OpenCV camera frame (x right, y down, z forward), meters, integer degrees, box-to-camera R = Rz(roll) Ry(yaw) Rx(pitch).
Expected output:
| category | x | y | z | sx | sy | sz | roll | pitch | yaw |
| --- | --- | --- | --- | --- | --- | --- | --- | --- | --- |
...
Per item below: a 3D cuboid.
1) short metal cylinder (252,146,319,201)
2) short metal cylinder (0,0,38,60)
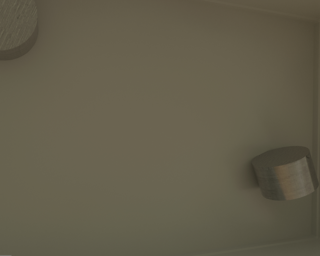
| category | x | y | z | sx | sy | sz | roll | pitch | yaw |
| --- | --- | --- | --- | --- | --- | --- | --- | --- | --- |
| short metal cylinder | 0.181 | 0.064 | 0.450 | 0.081 | 0.080 | 0.050 | -21 | 98 | -19 |
| short metal cylinder | -0.175 | -0.117 | 0.333 | 0.081 | 0.050 | 0.079 | 0 | 90 | -21 |
